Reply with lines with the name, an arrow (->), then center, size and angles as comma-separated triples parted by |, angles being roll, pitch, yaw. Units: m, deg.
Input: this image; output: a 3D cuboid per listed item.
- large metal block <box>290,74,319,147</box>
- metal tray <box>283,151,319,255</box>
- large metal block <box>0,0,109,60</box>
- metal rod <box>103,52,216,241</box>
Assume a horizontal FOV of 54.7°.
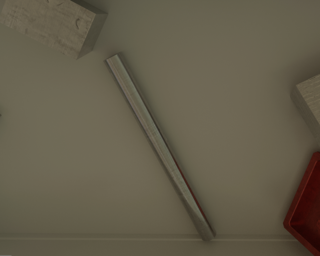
large metal block -> 0.218, -0.028, 0.371 | 0.080, 0.050, 0.080 | -26, 73, 9
metal tray -> 0.229, 0.108, 0.417 | 0.030, 0.090, 0.129 | 4, 112, -26
large metal block -> -0.109, -0.120, 0.336 | 0.080, 0.080, 0.050 | 26, 108, -10
metal rod -> 0.008, 0.038, 0.425 | 0.025, 0.025, 0.299 | -25, 109, 8
